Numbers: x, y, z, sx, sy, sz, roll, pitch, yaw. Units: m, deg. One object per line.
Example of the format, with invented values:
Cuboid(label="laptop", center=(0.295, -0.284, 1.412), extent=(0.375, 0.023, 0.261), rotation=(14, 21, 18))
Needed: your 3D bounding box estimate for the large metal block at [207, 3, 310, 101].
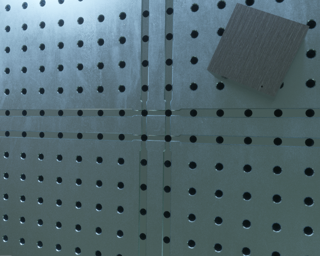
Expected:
Cuboid(label="large metal block", center=(0.112, -0.086, 0.360), extent=(0.080, 0.050, 0.080), rotation=(26, 99, 17))
